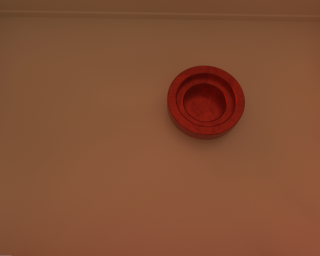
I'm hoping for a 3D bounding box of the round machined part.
[{"bbox_3d":[0.059,-0.030,0.412,0.099,0.042,0.098,0,70,-1],"label":"round machined part"}]
